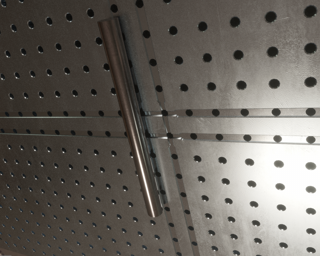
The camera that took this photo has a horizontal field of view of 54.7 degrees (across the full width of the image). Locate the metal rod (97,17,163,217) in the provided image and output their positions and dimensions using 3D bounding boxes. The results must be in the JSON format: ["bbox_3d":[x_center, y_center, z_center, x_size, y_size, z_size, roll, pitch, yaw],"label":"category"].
[{"bbox_3d":[-0.034,0.004,0.429,0.025,0.025,0.298,3,120,26],"label":"metal rod"}]
